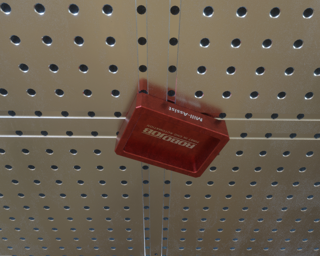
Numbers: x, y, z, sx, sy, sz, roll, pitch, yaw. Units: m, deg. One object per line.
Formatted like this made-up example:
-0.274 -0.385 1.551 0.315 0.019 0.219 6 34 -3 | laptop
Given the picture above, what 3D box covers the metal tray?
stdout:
0.015 0.014 0.419 0.131 0.030 0.089 18 128 -15 | metal tray
